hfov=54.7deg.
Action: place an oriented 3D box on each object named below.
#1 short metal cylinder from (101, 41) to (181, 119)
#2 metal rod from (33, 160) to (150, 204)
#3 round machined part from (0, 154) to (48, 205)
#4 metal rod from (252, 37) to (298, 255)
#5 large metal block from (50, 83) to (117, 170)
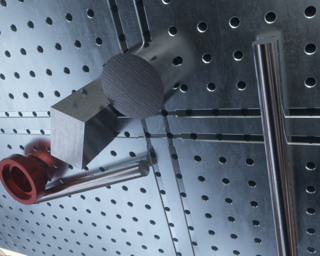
[{"bbox_3d":[-0.022,-0.057,0.370,0.080,0.050,0.079,13,124,20],"label":"short metal cylinder"},{"bbox_3d":[-0.139,0.101,0.544,0.300,0.025,0.025,-20,108,35],"label":"metal rod"},{"bbox_3d":[-0.251,0.091,0.581,0.098,0.042,0.097,12,118,24],"label":"round machined part"},{"bbox_3d":[0.140,0.045,0.365,0.025,0.025,0.298,-1,118,28],"label":"metal rod"},{"bbox_3d":[-0.102,-0.004,0.425,0.050,0.080,0.079,24,127,13],"label":"large metal block"}]
